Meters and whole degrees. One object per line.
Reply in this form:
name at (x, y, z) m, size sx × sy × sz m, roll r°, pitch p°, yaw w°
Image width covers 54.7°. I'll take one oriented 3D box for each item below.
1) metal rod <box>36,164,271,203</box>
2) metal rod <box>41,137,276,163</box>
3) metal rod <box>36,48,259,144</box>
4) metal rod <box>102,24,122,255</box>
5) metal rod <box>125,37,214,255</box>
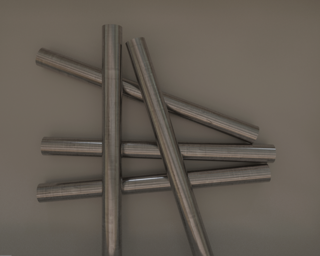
metal rod at (-0.007, 0.073, 0.410) m, size 0.302 × 0.025 × 0.025 m, roll -5°, pitch 90°, yaw -1°
metal rod at (-0.001, 0.029, 0.409) m, size 0.302 × 0.025 × 0.025 m, roll 2°, pitch 90°, yaw -1°
metal rod at (-0.016, -0.042, 0.409) m, size 0.302 × 0.025 × 0.025 m, roll 20°, pitch 90°, yaw -1°
metal rod at (-0.059, 0.024, 0.383) m, size 0.025 × 0.025 × 0.298 m, roll 0°, pitch 90°, yaw -1°
metal rod at (0.014, 0.034, 0.385) m, size 0.025 × 0.025 × 0.298 m, roll -18°, pitch 90°, yaw 0°
